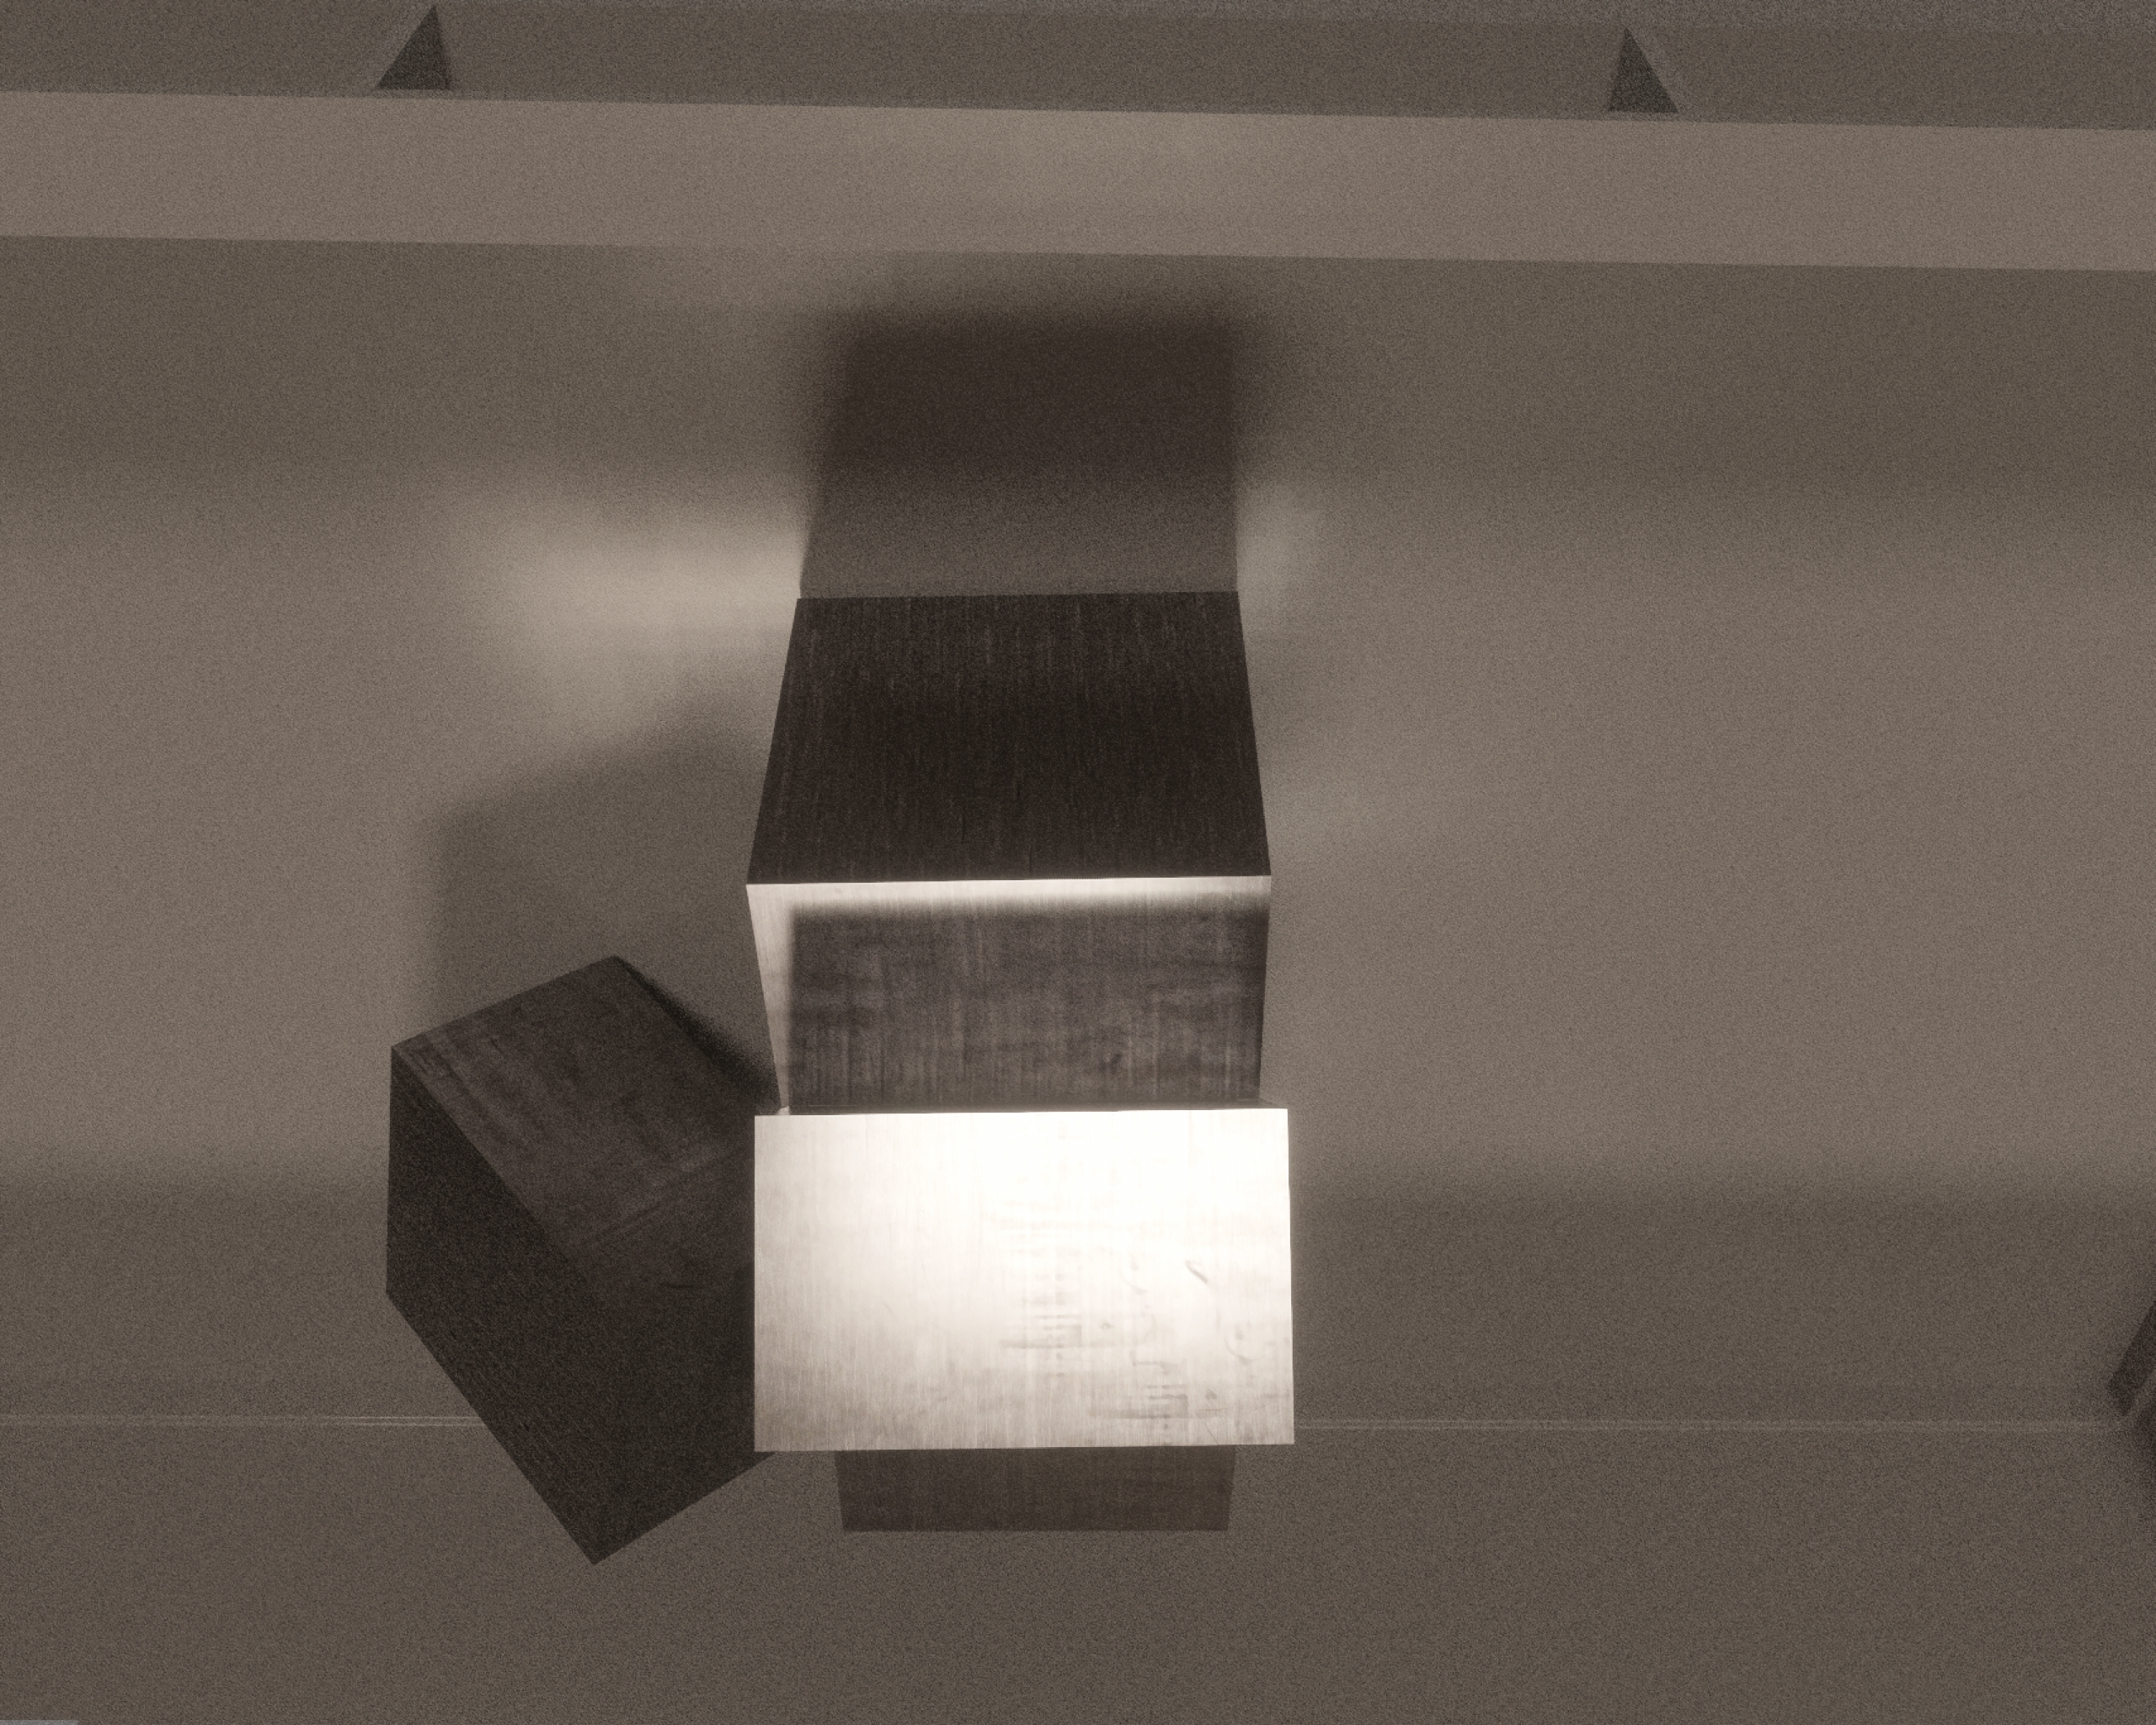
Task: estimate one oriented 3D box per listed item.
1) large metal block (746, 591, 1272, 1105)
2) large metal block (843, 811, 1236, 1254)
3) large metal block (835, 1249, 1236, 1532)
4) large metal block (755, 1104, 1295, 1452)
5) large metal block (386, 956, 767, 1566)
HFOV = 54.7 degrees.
[{"bbox_3d":[-0.010,-0.004,0.366,0.081,0.080,0.050,-1,130,0],"label":"large metal block"},{"bbox_3d":[-0.010,0.034,0.422,0.081,0.050,0.079,-1,130,0],"label":"large metal block"},{"bbox_3d":[-0.009,0.095,0.451,0.081,0.080,0.050,0,130,-1],"label":"large metal block"},{"bbox_3d":[-0.008,0.066,0.353,0.081,0.080,0.050,-1,85,0],"label":"large metal block"},{"bbox_3d":[-0.097,0.080,0.427,0.050,0.080,0.079,-25,144,-39],"label":"large metal block"}]
